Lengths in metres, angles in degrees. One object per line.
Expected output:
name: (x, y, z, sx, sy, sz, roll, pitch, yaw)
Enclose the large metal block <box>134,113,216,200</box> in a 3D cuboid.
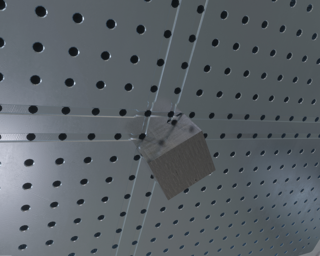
large metal block: (0.022, 0.040, 0.431, 0.080, 0.050, 0.080, -31, 129, -8)
